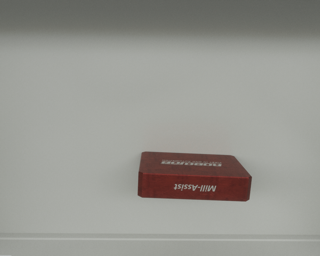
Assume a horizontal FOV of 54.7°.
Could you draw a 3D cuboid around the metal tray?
[{"bbox_3d":[0.040,0.059,0.397,0.131,0.090,0.030,3,101,-2],"label":"metal tray"}]
